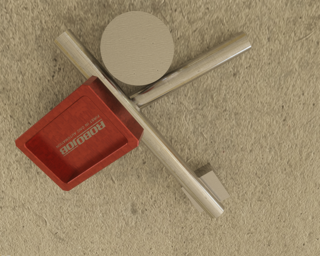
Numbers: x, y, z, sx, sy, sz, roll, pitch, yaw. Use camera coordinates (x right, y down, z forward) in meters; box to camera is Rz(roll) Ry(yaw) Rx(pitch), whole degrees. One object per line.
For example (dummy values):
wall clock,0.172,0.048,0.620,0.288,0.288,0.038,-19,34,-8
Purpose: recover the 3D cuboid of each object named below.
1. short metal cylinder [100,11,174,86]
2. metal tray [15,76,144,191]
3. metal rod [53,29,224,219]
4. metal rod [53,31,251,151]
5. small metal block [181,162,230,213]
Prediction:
short metal cylinder,-0.025,-0.094,0.362,0.081,0.050,0.079,0,110,-1
metal tray,-0.096,0.011,0.370,0.130,0.030,0.090,-33,107,23
metal rod,-0.016,0.006,0.387,0.025,0.025,0.300,-37,106,12
metal rod,-0.027,-0.036,0.397,0.301,0.025,0.025,-28,108,9
small metal block,0.064,0.085,0.443,0.050,0.025,0.050,-32,107,10
